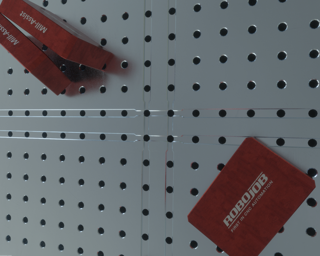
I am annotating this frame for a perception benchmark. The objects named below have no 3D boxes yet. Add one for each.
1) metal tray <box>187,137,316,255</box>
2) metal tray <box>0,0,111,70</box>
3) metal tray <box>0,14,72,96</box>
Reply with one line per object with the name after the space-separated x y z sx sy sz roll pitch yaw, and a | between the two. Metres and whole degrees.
0.106 0.086 0.373 0.090 0.030 0.130 37 102 16 | metal tray
-0.143 -0.132 0.429 0.130 0.090 0.030 36 102 16 | metal tray
-0.195 -0.111 0.445 0.130 0.090 0.030 41 83 15 | metal tray
